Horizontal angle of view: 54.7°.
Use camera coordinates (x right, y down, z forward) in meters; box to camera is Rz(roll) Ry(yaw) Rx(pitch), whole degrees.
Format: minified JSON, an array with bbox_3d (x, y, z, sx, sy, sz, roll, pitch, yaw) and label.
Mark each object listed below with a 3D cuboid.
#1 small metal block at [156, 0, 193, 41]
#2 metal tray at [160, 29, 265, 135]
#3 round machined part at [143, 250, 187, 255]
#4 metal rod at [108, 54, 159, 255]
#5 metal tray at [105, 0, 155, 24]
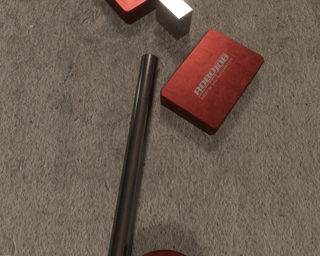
[{"bbox_3d":[0.020,-0.166,0.456,0.025,0.050,0.050,-38,75,-13],"label":"small metal block"},{"bbox_3d":[0.072,-0.066,0.430,0.090,0.030,0.130,34,73,11],"label":"metal tray"},{"bbox_3d":[0.005,0.182,0.331,0.099,0.042,0.098,1,70,-3],"label":"round machined part"},{"bbox_3d":[-0.033,0.040,0.392,0.025,0.025,0.299,7,70,2],"label":"metal rod"},{"bbox_3d":[-0.054,-0.236,0.490,0.090,0.030,0.130,-36,74,-13],"label":"metal tray"}]
